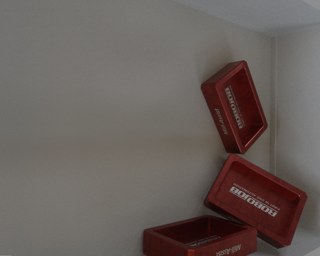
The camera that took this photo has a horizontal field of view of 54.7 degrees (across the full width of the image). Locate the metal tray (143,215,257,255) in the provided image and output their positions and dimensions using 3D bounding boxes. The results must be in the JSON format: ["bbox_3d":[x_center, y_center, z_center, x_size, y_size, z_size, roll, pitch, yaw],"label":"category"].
[{"bbox_3d":[0.054,0.149,0.409,0.131,0.090,0.030,2,89,-40],"label":"metal tray"}]

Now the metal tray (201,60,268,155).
[{"bbox_3d":[0.126,-0.033,0.507,0.091,0.030,0.129,-39,114,-33],"label":"metal tray"}]

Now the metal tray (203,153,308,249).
[{"bbox_3d":[0.144,0.108,0.471,0.130,0.030,0.090,29,64,10],"label":"metal tray"}]
